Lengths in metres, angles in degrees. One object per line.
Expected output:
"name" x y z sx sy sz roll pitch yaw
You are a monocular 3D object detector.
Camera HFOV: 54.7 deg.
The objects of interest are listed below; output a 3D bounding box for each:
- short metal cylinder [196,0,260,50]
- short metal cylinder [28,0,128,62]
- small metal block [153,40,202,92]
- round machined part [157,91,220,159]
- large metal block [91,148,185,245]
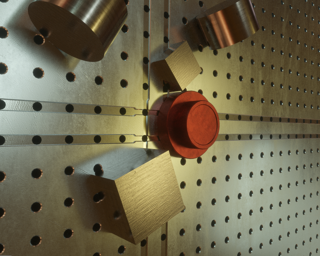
"short metal cylinder" 0.100 -0.157 0.460 0.080 0.080 0.050 -42 116 -32
"short metal cylinder" -0.080 -0.111 0.308 0.080 0.080 0.050 39 66 -33
"small metal block" 0.025 -0.086 0.432 0.050 0.025 0.050 -47 118 -30
"round machined part" 0.047 -0.004 0.440 0.099 0.042 0.097 0 90 -40
"large metal block" -0.024 0.078 0.375 0.081 0.050 0.080 -26 107 -37
